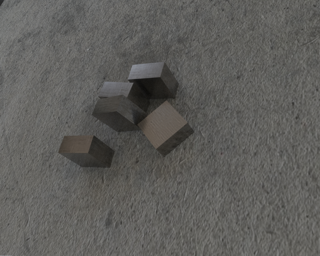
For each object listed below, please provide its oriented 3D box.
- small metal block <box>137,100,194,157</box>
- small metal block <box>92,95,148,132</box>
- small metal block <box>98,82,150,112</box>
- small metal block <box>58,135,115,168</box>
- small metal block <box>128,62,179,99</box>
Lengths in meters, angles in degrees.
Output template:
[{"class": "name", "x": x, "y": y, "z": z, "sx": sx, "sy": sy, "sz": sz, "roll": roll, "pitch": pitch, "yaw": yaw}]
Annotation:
[{"class": "small metal block", "x": 0.007, "y": 0.000, "z": 0.400, "sx": 0.050, "sy": 0.025, "sz": 0.050, "roll": -40, "pitch": 51, "yaw": 0}, {"class": "small metal block", "x": -0.054, "y": -0.018, "z": 0.421, "sx": 0.050, "sy": 0.050, "sz": 0.025, "roll": -5, "pitch": 59, "yaw": 40}, {"class": "small metal block", "x": -0.050, "y": -0.040, "z": 0.439, "sx": 0.050, "sy": 0.050, "sz": 0.025, "roll": 7, "pitch": 66, "yaw": 31}, {"class": "small metal block", "x": -0.099, "y": 0.033, "z": 0.420, "sx": 0.050, "sy": 0.050, "sz": 0.025, "roll": -2, "pitch": 61, "yaw": 27}, {"class": "small metal block", "x": -0.008, "y": -0.065, "z": 0.432, "sx": 0.050, "sy": 0.050, "sz": 0.025, "roll": 1, "pitch": 62, "yaw": 28}]
